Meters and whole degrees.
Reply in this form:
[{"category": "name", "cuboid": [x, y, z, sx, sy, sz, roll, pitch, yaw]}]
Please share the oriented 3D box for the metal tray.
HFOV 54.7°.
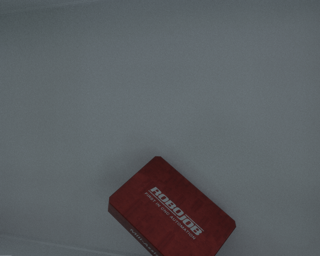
[{"category": "metal tray", "cuboid": [0.013, 0.106, 0.373, 0.130, 0.091, 0.030, 40, 147, 15]}]
